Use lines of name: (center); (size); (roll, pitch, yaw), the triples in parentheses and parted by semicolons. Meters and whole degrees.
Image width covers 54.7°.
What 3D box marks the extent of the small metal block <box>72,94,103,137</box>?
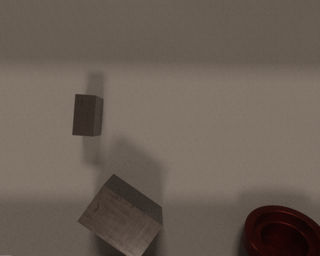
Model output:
small metal block: (-0.091, -0.015, 0.398); (0.025, 0.050, 0.050); (4, 90, 0)

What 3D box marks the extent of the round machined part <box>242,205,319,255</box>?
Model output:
round machined part: (0.152, 0.146, 0.384); (0.099, 0.098, 0.042); (2, 120, -1)

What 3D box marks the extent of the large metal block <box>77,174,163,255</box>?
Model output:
large metal block: (-0.045, 0.106, 0.383); (0.080, 0.080, 0.050); (35, 90, -1)
